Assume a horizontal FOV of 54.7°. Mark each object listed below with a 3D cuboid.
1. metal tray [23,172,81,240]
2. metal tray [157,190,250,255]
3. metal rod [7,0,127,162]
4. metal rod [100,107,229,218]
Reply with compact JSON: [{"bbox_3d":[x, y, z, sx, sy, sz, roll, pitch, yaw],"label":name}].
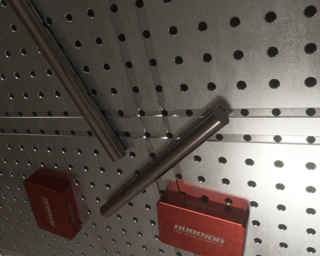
[{"bbox_3d":[-0.211,0.155,0.612,0.090,0.030,0.129,11,123,22],"label":"metal tray"},{"bbox_3d":[0.062,0.151,0.467,0.130,0.030,0.089,10,123,22],"label":"metal tray"},{"bbox_3d":[-0.134,-0.081,0.429,0.025,0.025,0.299,-20,109,35],"label":"metal rod"},{"bbox_3d":[-0.012,0.067,0.456,0.025,0.025,0.299,44,129,-3],"label":"metal rod"}]
